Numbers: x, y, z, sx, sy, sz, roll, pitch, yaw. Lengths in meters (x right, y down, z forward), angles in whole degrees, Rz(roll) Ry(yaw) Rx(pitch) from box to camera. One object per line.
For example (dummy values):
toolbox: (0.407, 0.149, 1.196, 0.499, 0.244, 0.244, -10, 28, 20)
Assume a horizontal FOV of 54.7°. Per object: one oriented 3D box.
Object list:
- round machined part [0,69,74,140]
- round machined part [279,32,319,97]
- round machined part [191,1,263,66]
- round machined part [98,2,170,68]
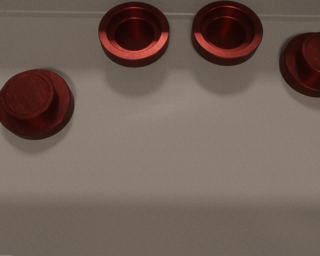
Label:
round machined part: (-0.169, -0.036, 0.412, 0.099, 0.042, 0.098, 0, 70, -1)
round machined part: (0.226, -0.096, 0.439, 0.099, 0.042, 0.098, 0, 70, -1)
round machined part: (0.094, -0.132, 0.450, 0.099, 0.042, 0.098, 0, 70, -1)
round machined part: (-0.036, -0.129, 0.447, 0.099, 0.042, 0.098, 0, 70, -1)
